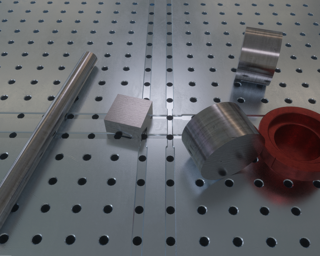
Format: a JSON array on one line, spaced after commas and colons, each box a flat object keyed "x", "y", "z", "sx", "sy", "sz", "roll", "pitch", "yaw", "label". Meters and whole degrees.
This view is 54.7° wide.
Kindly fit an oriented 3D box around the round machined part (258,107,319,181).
[{"x": 0.166, "y": 0.023, "z": 0.379, "sx": 0.099, "sy": 0.042, "sz": 0.098, "roll": 0, "pitch": 50, "yaw": 0, "label": "round machined part"}]

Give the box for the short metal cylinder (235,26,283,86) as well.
[{"x": 0.145, "y": -0.107, "z": 0.463, "sx": 0.050, "sy": 0.080, "sz": 0.080, "roll": 12, "pitch": 51, "yaw": 10, "label": "short metal cylinder"}]

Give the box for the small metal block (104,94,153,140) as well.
[{"x": -0.041, "y": -0.016, "z": 0.421, "sx": 0.050, "sy": 0.025, "sz": 0.050, "roll": 13, "pitch": 51, "yaw": 10, "label": "small metal block"}]

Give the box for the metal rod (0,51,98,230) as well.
[{"x": -0.147, "y": -0.002, "z": 0.407, "sx": 0.025, "sy": 0.025, "sz": 0.300, "roll": 10, "pitch": 51, "yaw": 8, "label": "metal rod"}]

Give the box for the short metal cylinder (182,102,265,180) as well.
[{"x": 0.072, "y": 0.016, "z": 0.359, "sx": 0.081, "sy": 0.080, "sz": 0.050, "roll": -17, "pitch": 52, "yaw": -14, "label": "short metal cylinder"}]
